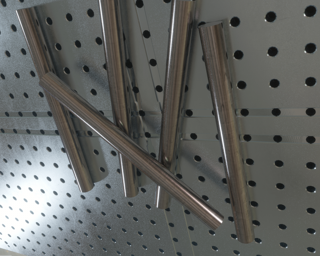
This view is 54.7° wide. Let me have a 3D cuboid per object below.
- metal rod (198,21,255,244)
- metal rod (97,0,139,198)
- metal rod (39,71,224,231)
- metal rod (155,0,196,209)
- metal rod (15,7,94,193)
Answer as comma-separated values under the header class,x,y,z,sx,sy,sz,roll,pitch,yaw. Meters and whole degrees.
class,x,y,z,sx,sy,sz,roll,pitch,yaw
metal rod,0.087,0.025,0.379,0.025,0.025,0.298,-1,118,28
metal rod,-0.053,-0.025,0.421,0.025,0.025,0.298,11,123,22
metal rod,-0.038,0.031,0.414,0.300,0.025,0.025,40,129,0
metal rod,0.014,-0.008,0.397,0.025,0.025,0.298,17,125,18
metal rod,-0.153,-0.026,0.473,0.025,0.025,0.298,4,120,26
